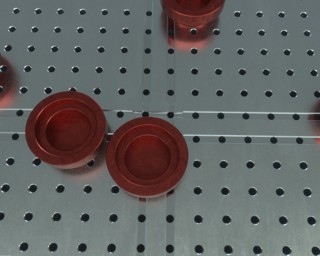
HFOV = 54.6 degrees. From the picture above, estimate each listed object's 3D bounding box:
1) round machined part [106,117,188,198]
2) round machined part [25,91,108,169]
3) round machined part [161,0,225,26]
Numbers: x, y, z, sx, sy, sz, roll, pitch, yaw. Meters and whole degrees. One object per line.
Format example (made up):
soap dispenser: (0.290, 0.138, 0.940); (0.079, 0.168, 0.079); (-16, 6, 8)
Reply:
round machined part: (-0.015, 0.038, 0.389); (0.099, 0.042, 0.098); (0, 70, 0)
round machined part: (-0.116, 0.005, 0.400); (0.099, 0.042, 0.098); (0, 70, 0)
round machined part: (0.049, -0.197, 0.475); (0.099, 0.042, 0.098); (0, 70, 0)
